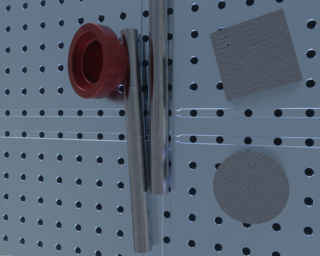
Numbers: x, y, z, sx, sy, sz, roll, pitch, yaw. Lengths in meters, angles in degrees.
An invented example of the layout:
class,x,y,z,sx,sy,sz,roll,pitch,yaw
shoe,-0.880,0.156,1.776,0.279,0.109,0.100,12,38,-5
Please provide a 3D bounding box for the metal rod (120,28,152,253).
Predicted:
class,x,y,z,sx,sy,sz,roll,pitch,yaw
metal rod,-0.033,0.016,0.423,0.025,0.025,0.298,-4,89,19

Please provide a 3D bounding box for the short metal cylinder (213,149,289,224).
class,x,y,z,sx,sy,sz,roll,pitch,yaw
short metal cylinder,0.106,0.065,0.362,0.080,0.050,0.079,0,90,19

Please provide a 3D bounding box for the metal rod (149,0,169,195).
class,x,y,z,sx,sy,sz,roll,pitch,yaw
metal rod,-0.002,-0.063,0.412,0.025,0.025,0.298,0,90,19

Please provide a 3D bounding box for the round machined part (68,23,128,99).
class,x,y,z,sx,sy,sz,roll,pitch,yaw
round machined part,-0.081,-0.088,0.418,0.098,0.042,0.097,3,94,45

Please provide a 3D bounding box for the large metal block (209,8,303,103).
class,x,y,z,sx,sy,sz,roll,pitch,yaw
large metal block,0.111,-0.079,0.360,0.080,0.050,0.080,-15,85,19
